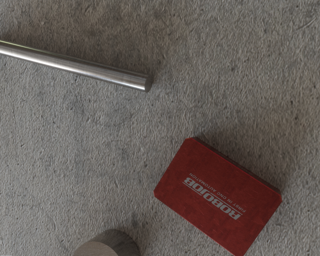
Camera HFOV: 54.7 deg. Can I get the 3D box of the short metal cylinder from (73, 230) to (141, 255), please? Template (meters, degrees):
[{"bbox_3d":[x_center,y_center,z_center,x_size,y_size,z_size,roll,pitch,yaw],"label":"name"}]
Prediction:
[{"bbox_3d":[-0.072,0.186,0.421,0.080,0.050,0.080,0,90,20],"label":"short metal cylinder"}]

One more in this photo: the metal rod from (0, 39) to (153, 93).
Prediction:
[{"bbox_3d":[-0.151,-0.100,0.462,0.301,0.025,0.025,17,96,19],"label":"metal rod"}]

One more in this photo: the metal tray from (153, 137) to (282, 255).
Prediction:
[{"bbox_3d":[0.068,0.081,0.382,0.130,0.030,0.090,33,101,16],"label":"metal tray"}]
